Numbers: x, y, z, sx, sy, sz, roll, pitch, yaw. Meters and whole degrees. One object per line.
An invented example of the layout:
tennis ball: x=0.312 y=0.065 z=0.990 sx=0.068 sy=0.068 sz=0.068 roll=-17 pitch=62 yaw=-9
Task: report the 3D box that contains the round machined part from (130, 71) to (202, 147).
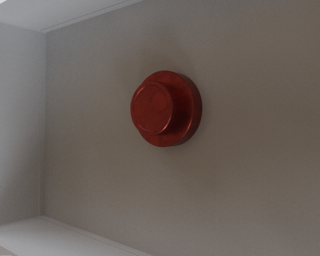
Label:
round machined part: x=0.001 y=-0.024 z=0.393 sx=0.098 sy=0.042 sz=0.097 roll=0 pitch=90 yaw=39
